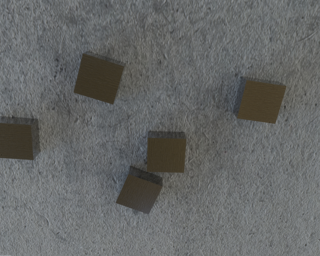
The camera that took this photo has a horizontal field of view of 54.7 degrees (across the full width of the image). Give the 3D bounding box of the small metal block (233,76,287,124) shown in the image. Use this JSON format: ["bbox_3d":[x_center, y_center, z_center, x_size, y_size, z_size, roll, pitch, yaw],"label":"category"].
[{"bbox_3d":[0.126,-0.036,0.398,0.050,0.025,0.050,8,110,-3],"label":"small metal block"}]

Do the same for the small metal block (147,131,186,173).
[{"bbox_3d":[0.008,0.032,0.422,0.050,0.025,0.050,2,110,-1],"label":"small metal block"}]

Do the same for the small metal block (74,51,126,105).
[{"bbox_3d":[-0.074,-0.063,0.386,0.050,0.025,0.050,17,109,-7],"label":"small metal block"}]

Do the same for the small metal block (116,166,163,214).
[{"bbox_3d":[-0.029,0.089,0.442,0.050,0.025,0.050,22,109,-8],"label":"small metal block"}]

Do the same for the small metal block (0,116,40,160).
[{"bbox_3d":[-0.191,0.013,0.413,0.050,0.025,0.050,4,110,-2],"label":"small metal block"}]
